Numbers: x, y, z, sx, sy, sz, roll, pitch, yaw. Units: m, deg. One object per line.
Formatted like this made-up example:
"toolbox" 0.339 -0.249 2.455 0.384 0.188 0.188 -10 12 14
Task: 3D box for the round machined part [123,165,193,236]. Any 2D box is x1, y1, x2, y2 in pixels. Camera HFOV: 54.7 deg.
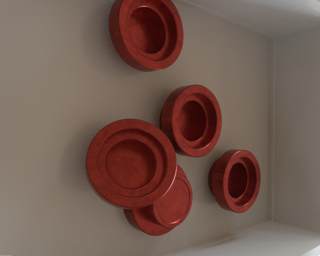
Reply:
"round machined part" 0.004 0.090 0.401 0.099 0.042 0.097 0 90 -40

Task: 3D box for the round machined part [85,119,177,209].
"round machined part" -0.034 0.042 0.351 0.099 0.042 0.098 5 70 -14

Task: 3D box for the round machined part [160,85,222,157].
"round machined part" 0.039 -0.009 0.430 0.099 0.042 0.097 0 90 -40

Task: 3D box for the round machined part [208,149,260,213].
"round machined part" 0.115 0.083 0.495 0.099 0.042 0.097 0 90 -40

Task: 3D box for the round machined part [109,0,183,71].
"round machined part" -0.021 -0.118 0.380 0.099 0.042 0.097 0 90 -40
